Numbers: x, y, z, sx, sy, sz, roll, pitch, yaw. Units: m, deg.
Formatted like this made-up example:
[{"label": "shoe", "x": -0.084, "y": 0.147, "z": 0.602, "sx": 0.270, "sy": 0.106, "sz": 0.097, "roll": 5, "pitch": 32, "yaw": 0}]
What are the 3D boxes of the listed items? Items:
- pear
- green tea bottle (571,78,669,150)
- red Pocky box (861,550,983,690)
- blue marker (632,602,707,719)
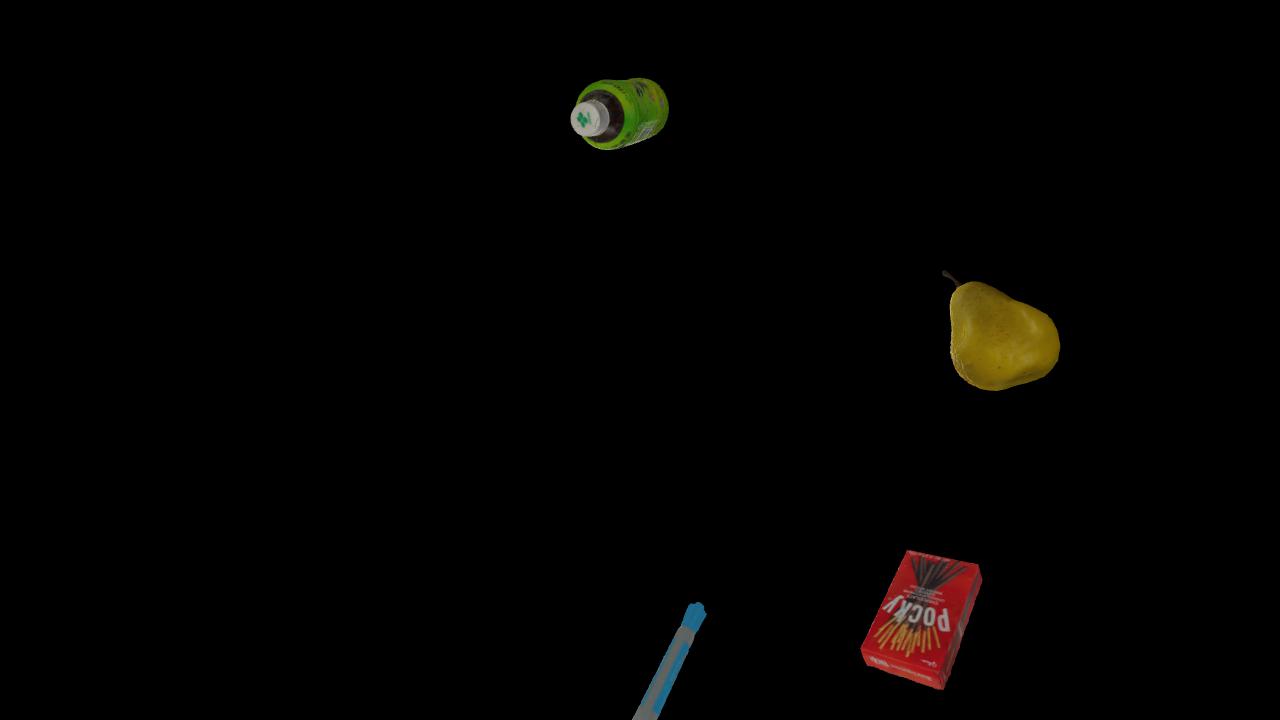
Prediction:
[{"label": "pear", "x": 0.297, "y": -0.032, "z": 0.519, "sx": 0.080, "sy": 0.111, "sz": 0.080, "roll": -12, "pitch": -21, "yaw": -5}, {"label": "green tea bottle", "x": -0.023, "y": -0.268, "z": 0.670, "sx": 0.073, "sy": 0.073, "sz": 0.212, "roll": 0, "pitch": 25, "yaw": 15}, {"label": "red Pocky box", "x": 0.312, "y": 0.278, "z": 0.676, "sx": 0.083, "sy": 0.028, "sz": 0.155, "roll": 0, "pitch": 30, "yaw": 44}, {"label": "blue marker", "x": 0.029, "y": 0.270, "z": 0.549, "sx": 0.020, "sy": 0.020, "sz": 0.121, "roll": 0, "pitch": 37, "yaw": 37}]
